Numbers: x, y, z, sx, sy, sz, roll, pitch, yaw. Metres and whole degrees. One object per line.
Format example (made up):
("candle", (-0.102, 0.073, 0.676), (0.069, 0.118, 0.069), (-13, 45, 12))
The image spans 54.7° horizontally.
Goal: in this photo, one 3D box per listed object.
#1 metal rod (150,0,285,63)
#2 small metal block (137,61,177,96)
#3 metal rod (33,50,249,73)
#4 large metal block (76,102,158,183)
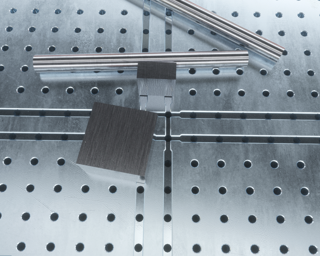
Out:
("metal rod", (0.048, -0.180, 0.478), (0.301, 0.025, 0.025), (30, 73, 10))
("small metal block", (-0.004, -0.066, 0.423), (0.050, 0.050, 0.025), (2, 70, 0))
("metal rod", (-0.026, -0.096, 0.446), (0.302, 0.025, 0.025), (-2, 70, -1))
("large metal block", (-0.050, 0.020, 0.391), (0.080, 0.050, 0.080), (10, 70, 3))
